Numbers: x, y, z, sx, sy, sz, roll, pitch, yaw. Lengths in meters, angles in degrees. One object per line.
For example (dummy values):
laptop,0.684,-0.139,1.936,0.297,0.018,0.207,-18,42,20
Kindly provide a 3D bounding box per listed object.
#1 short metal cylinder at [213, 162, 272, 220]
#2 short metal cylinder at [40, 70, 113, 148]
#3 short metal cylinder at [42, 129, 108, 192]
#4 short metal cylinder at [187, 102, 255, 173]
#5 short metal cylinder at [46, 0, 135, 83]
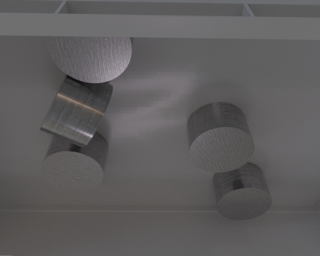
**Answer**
short metal cylinder,0.125,0.098,0.477,0.081,0.050,0.079,0,130,0
short metal cylinder,-0.095,-0.024,0.352,0.050,0.080,0.080,26,126,-20
short metal cylinder,-0.115,0.043,0.428,0.081,0.050,0.079,0,130,0
short metal cylinder,0.077,0.013,0.404,0.081,0.050,0.079,0,130,0
short metal cylinder,-0.067,-0.093,0.313,0.081,0.050,0.079,0,130,0
